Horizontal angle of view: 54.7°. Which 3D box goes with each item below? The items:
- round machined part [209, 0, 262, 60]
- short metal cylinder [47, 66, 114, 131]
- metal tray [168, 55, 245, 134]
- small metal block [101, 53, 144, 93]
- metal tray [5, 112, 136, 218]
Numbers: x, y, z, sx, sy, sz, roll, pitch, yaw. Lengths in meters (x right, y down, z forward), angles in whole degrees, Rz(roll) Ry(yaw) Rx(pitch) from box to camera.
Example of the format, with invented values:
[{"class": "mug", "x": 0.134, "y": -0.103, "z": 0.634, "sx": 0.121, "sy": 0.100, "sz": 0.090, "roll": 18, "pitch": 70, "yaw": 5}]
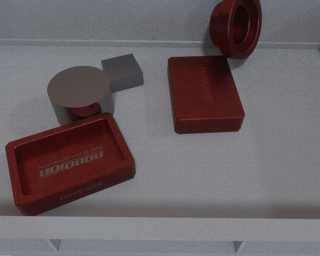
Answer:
[{"class": "round machined part", "x": 0.110, "y": -0.153, "z": 0.463, "sx": 0.042, "sy": 0.098, "sz": 0.098, "roll": 17, "pitch": 49, "yaw": 40}, {"class": "short metal cylinder", "x": -0.105, "y": -0.039, "z": 0.421, "sx": 0.081, "sy": 0.050, "sz": 0.080, "roll": 0, "pitch": 50, "yaw": 0}, {"class": "metal tray", "x": 0.061, "y": -0.052, "z": 0.447, "sx": 0.091, "sy": 0.030, "sz": 0.130, "roll": -3, "pitch": 50, "yaw": -3}, {"class": "small metal block", "x": -0.058, "y": -0.085, "z": 0.476, "sx": 0.050, "sy": 0.025, "sz": 0.050, "roll": -17, "pitch": 52, "yaw": -14}, {"class": "metal tray", "x": -0.105, "y": 0.038, "z": 0.367, "sx": 0.131, "sy": 0.030, "sz": 0.090, "roll": -19, "pitch": 53, "yaw": -16}]
